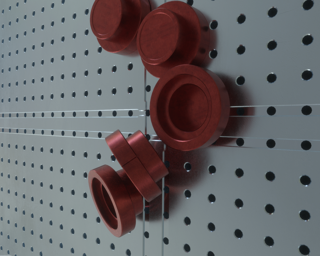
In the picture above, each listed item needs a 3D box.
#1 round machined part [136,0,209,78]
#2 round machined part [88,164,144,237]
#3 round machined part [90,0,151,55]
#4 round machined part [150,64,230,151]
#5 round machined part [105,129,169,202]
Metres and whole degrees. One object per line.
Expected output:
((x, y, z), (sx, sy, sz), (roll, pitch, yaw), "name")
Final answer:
((0.009, -0.111, 0.389), (0.098, 0.042, 0.097), (0, 90, 39), "round machined part")
((-0.058, 0.096, 0.428), (0.098, 0.042, 0.097), (36, 136, 44), "round machined part")
((-0.064, -0.158, 0.449), (0.098, 0.042, 0.097), (0, 90, 39), "round machined part")
((0.038, -0.023, 0.365), (0.098, 0.042, 0.097), (1, 91, 39), "round machined part")
((-0.024, 0.041, 0.393), (0.042, 0.098, 0.098), (-34, 63, -6), "round machined part")
